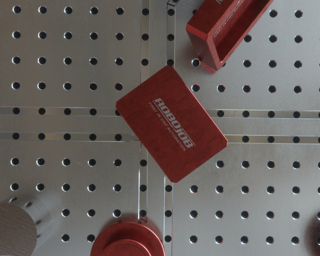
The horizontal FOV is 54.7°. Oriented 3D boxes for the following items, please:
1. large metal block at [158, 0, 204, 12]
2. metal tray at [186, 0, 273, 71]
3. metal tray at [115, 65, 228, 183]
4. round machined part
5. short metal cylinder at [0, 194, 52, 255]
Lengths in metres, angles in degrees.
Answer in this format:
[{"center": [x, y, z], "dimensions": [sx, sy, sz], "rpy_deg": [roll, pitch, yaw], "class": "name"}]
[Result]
[{"center": [0.048, -0.201, 0.401], "dimensions": [0.080, 0.050, 0.080], "rpy_deg": [18, 90, 0], "class": "large metal block"}, {"center": [0.092, -0.144, 0.379], "dimensions": [0.030, 0.090, 0.130], "rpy_deg": [38, 90, 23], "class": "metal tray"}, {"center": [0.015, -0.005, 0.411], "dimensions": [0.090, 0.030, 0.130], "rpy_deg": [-37, 90, 0], "class": "metal tray"}, {"center": [-0.043, 0.172, 0.405], "dimensions": [0.099, 0.042, 0.097], "rpy_deg": [0, 90, 0], "class": "round machined part"}, {"center": [-0.189, 0.131, 0.399], "dimensions": [0.081, 0.050, 0.079], "rpy_deg": [0, 90, 0], "class": "short metal cylinder"}]
